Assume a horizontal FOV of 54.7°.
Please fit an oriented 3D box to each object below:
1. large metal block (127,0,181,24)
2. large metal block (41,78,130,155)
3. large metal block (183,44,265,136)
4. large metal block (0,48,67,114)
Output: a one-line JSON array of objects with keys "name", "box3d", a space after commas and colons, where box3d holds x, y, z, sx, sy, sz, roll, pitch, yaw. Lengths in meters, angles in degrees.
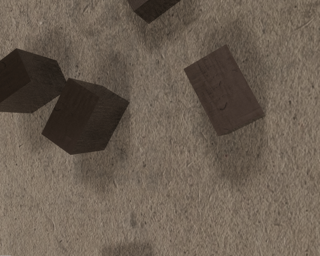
[{"name": "large metal block", "box3d": [-0.010, -0.198, 0.399, 0.080, 0.050, 0.080, -32, 80, 17]}, {"name": "large metal block", "box3d": [-0.096, -0.014, 0.412, 0.050, 0.080, 0.080, 32, 100, 17]}, {"name": "large metal block", "box3d": [0.077, -0.039, 0.352, 0.050, 0.080, 0.080, -29, 81, 17]}, {"name": "large metal block", "box3d": [-0.195, -0.063, 0.447, 0.080, 0.080, 0.050, -29, 81, 17]}]
